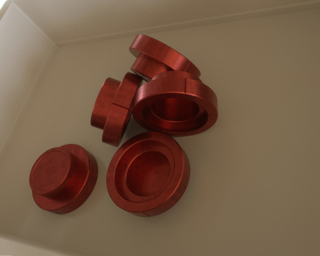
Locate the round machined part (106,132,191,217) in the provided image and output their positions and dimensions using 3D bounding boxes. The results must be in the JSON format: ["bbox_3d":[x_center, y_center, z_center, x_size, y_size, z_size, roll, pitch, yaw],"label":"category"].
[{"bbox_3d":[-0.010,0.056,0.366,0.098,0.042,0.098,-13,56,21],"label":"round machined part"}]

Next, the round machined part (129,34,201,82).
[{"bbox_3d":[0.001,-0.077,0.407,0.098,0.098,0.042,32,91,38],"label":"round machined part"}]

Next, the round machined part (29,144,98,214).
[{"bbox_3d":[-0.139,0.065,0.428,0.098,0.042,0.098,-13,56,21],"label":"round machined part"}]

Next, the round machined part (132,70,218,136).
[{"bbox_3d":[0.019,-0.031,0.368,0.098,0.098,0.042,-10,58,23],"label":"round machined part"}]

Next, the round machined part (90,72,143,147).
[{"bbox_3d":[-0.058,-0.027,0.403,0.042,0.098,0.098,20,68,-3],"label":"round machined part"}]
